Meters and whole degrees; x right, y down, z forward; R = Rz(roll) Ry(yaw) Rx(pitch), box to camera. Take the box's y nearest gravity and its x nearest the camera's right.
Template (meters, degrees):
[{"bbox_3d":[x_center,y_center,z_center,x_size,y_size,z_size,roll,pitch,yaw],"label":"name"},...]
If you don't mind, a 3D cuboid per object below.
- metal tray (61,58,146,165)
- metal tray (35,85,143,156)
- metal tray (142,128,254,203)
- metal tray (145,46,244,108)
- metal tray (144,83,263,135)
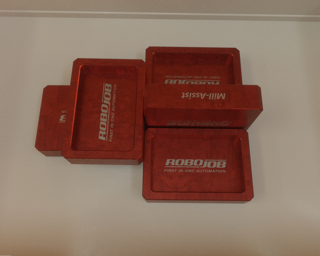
[{"bbox_3d":[-0.064,-0.022,0.380,0.091,0.030,0.130,1,70,0],"label":"metal tray"},{"bbox_3d":[-0.088,-0.009,0.406,0.131,0.030,0.090,0,70,-1],"label":"metal tray"},{"bbox_3d":[0.045,0.047,0.388,0.131,0.030,0.090,1,70,0],"label":"metal tray"},{"bbox_3d":[0.045,-0.066,0.430,0.131,0.030,0.090,1,70,0],"label":"metal tray"},{"bbox_3d":[0.048,-0.020,0.380,0.131,0.090,0.030,1,70,0],"label":"metal tray"}]
